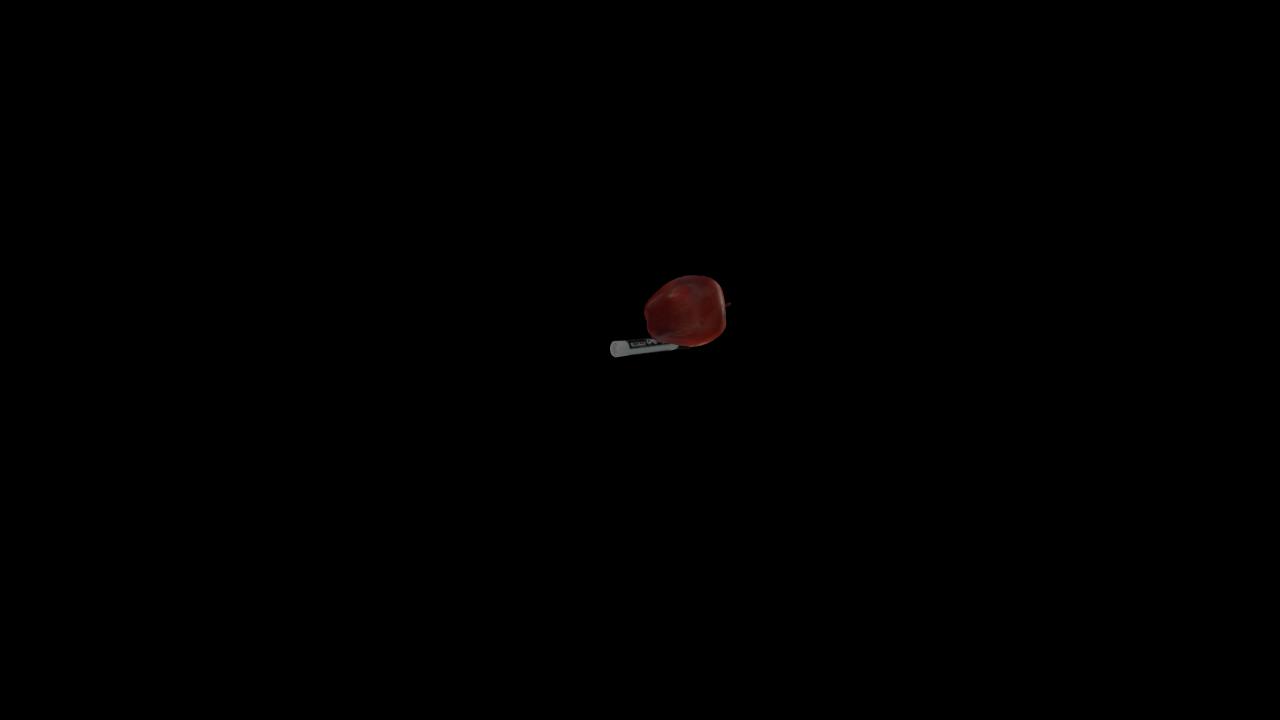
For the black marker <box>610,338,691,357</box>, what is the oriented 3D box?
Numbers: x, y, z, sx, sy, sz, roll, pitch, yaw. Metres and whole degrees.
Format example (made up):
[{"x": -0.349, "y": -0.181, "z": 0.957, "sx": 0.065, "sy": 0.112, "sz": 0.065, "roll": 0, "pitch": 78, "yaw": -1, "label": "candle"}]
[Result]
[{"x": 0.018, "y": -0.018, "z": 0.736, "sx": 0.121, "sy": 0.020, "sz": 0.020, "roll": -7, "pitch": 4, "yaw": -38, "label": "black marker"}]

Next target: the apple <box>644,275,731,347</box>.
[{"x": 0.052, "y": -0.053, "z": 0.665, "sx": 0.093, "sy": 0.079, "sz": 0.079, "roll": -12, "pitch": -2, "yaw": 8, "label": "apple"}]
